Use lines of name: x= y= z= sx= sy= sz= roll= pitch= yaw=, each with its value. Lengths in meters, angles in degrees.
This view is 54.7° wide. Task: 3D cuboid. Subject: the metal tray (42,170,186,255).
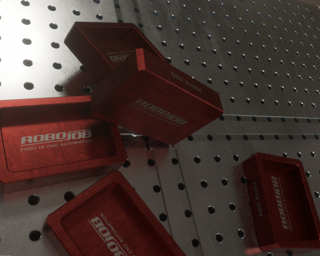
metal tray: x=-0.041 y=0.119 z=0.311 sx=0.091 sy=0.030 sz=0.130 roll=-34 pitch=81 yaw=-38

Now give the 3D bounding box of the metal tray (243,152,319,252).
metal tray: x=0.173 y=0.104 z=0.437 sx=0.091 sy=0.030 sz=0.130 roll=11 pitch=57 yaw=-23

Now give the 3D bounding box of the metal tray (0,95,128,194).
metal tray: x=-0.110 y=0.012 z=0.338 sx=0.131 sy=0.030 sz=0.090 roll=-7 pitch=66 yaw=-32

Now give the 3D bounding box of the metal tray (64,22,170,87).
metal tray: x=-0.050 y=-0.098 z=0.412 sx=0.090 sy=0.030 sz=0.131 roll=49 pitch=32 yaw=6

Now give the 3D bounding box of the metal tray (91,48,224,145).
metal tray: x=-0.001 y=-0.028 z=0.359 sx=0.131 sy=0.090 sz=0.030 roll=22 pitch=46 yaw=-38
